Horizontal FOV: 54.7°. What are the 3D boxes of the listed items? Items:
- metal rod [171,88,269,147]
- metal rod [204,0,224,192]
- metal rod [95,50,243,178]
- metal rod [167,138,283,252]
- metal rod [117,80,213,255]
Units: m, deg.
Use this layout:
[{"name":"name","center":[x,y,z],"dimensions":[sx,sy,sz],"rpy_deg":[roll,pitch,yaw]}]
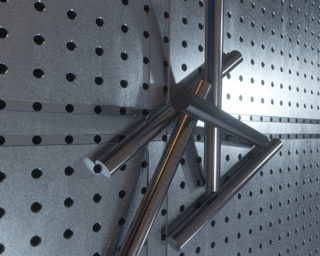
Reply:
[{"name":"metal rod","center":[0.105,-0.003,0.449],"dimensions":[0.301,0.025,0.025],"rpy_deg":[18,78,-55]},{"name":"metal rod","center":[0.076,-0.051,0.442],"dimensions":[0.025,0.025,0.298],"rpy_deg":[-14,109,-39]},{"name":"metal rod","center":[0.031,-0.036,0.437],"dimensions":[0.302,0.025,0.025],"rpy_deg":[-41,115,-33]},{"name":"metal rod","center":[0.123,0.095,0.515],"dimensions":[0.302,0.025,0.025],"rpy_deg":[-32,110,-36]},{"name":"metal rod","center":[-0.001,0.073,0.391],"dimensions":[0.025,0.025,0.299],"rpy_deg":[34,75,-35]}]
